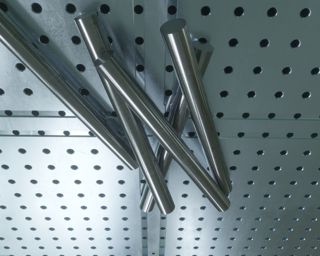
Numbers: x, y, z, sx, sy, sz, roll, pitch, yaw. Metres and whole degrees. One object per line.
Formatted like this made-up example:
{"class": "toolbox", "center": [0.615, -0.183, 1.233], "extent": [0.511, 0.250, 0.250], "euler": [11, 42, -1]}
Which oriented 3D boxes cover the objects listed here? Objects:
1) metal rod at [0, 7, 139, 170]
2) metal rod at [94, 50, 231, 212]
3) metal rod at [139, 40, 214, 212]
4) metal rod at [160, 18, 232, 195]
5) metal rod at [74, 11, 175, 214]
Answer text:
{"class": "metal rod", "center": [-0.115, -0.045, 0.371], "extent": [0.025, 0.025, 0.300], "euler": [-25, 126, 19]}
{"class": "metal rod", "center": [0.021, 0.025, 0.398], "extent": [0.025, 0.025, 0.300], "euler": [-25, 127, 19]}
{"class": "metal rod", "center": [0.012, 0.021, 0.430], "extent": [0.025, 0.025, 0.298], "euler": [10, 130, -9]}
{"class": "metal rod", "center": [0.058, 0.001, 0.389], "extent": [0.025, 0.025, 0.299], "euler": [-14, 137, 11]}
{"class": "metal rod", "center": [-0.032, 0.004, 0.394], "extent": [0.025, 0.025, 0.299], "euler": [-13, 123, 10]}
